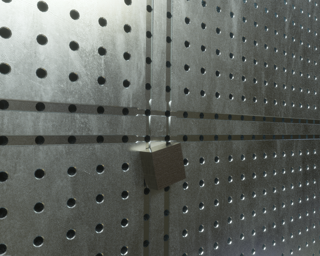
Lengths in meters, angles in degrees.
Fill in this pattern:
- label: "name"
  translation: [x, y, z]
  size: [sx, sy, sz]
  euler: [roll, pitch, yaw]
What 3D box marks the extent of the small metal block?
- label: "small metal block"
  translation: [0.005, 0.049, 0.412]
  size: [0.050, 0.025, 0.050]
  euler: [-16, 100, -39]
